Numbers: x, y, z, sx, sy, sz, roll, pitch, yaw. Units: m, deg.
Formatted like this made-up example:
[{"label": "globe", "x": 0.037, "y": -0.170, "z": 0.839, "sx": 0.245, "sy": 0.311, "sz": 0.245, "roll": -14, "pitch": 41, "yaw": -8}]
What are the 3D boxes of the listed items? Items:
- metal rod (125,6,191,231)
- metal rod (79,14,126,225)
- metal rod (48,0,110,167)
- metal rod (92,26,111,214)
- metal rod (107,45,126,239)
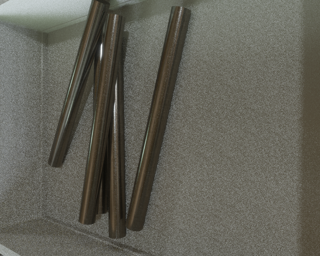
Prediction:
[{"label": "metal rod", "x": -0.005, "y": -0.004, "z": 0.410, "sx": 0.025, "sy": 0.025, "sz": 0.298, "roll": 20, "pitch": 103, "yaw": 38}, {"label": "metal rod", "x": -0.084, "y": -0.006, "z": 0.442, "sx": 0.025, "sy": 0.025, "sz": 0.298, "roll": 16, "pitch": 101, "yaw": 39}, {"label": "metal rod", "x": -0.136, "y": -0.056, "z": 0.497, "sx": 0.025, "sy": 0.025, "sz": 0.298, "roll": 43, "pitch": 123, "yaw": 31}, {"label": "metal rod", "x": -0.092, "y": -0.017, "z": 0.482, "sx": 0.025, "sy": 0.025, "sz": 0.298, "roll": 2, "pitch": 91, "yaw": 40}, {"label": "metal rod", "x": -0.066, "y": 0.011, "z": 0.461, "sx": 0.025, "sy": 0.025, "sz": 0.298, "roll": -2, "pitch": 89, "yaw": 40}]
